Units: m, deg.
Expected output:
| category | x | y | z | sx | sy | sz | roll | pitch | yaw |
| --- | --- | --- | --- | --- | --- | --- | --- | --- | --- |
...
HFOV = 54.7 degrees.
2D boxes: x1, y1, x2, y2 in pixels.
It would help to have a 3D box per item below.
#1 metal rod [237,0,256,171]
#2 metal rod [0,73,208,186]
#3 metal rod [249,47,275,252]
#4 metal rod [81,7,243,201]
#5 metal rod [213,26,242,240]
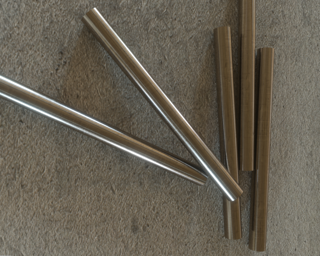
| category | x | y | z | sx | sy | sz | roll | pitch | yaw |
| --- | --- | --- | --- | --- | --- | --- | --- | --- | --- |
| metal rod | 0.127 | -0.088 | 0.455 | 0.025 | 0.025 | 0.298 | 1 | 90 | -20 |
| metal rod | -0.069 | 0.006 | 0.383 | 0.301 | 0.025 | 0.025 | 26 | 82 | -18 |
| metal rod | 0.152 | 0.031 | 0.464 | 0.025 | 0.025 | 0.298 | 3 | 89 | -20 |
| metal rod | 0.008 | -0.024 | 0.399 | 0.025 | 0.025 | 0.300 | -42 | 99 | -15 |
| metal rod | 0.097 | 0.008 | 0.444 | 0.025 | 0.025 | 0.298 | -4 | 91 | -20 |
